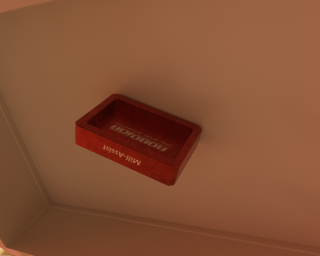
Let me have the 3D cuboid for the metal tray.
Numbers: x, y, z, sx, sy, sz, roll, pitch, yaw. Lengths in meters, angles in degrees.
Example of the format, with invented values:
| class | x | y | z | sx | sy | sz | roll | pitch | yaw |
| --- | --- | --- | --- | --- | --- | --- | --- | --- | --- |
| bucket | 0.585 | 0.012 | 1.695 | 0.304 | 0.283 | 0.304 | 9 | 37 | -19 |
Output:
| class | x | y | z | sx | sy | sz | roll | pitch | yaw |
| --- | --- | --- | --- | --- | --- | --- | --- | --- | --- |
| metal tray | -0.024 | 0.009 | 0.379 | 0.130 | 0.090 | 0.030 | 22 | 127 | 13 |
